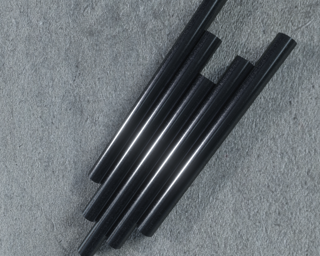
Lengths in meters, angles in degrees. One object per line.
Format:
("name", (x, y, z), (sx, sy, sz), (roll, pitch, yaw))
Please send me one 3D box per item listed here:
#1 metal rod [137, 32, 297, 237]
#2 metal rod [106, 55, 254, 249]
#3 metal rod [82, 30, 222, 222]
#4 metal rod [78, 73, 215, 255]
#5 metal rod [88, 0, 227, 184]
("metal rod", (0.064, 0.017, 0.387), (0.025, 0.025, 0.299), (38, 102, 15))
("metal rod", (0.019, 0.039, 0.402), (0.025, 0.025, 0.299), (38, 102, 15))
("metal rod", (-0.016, 0.006, 0.415), (0.025, 0.025, 0.299), (38, 102, 15))
("metal rod", (-0.023, 0.059, 0.418), (0.025, 0.025, 0.299), (38, 102, 15))
("metal rod", (-0.008, -0.049, 0.412), (0.025, 0.025, 0.299), (38, 102, 15))
